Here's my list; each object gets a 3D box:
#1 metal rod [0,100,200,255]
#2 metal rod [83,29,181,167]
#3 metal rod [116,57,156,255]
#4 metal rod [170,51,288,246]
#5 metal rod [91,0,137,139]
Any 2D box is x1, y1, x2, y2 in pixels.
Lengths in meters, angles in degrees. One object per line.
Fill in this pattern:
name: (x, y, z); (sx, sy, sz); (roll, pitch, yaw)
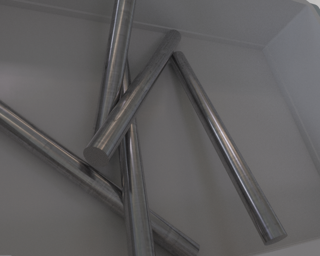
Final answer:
metal rod: (-0.084, 0.048, 0.330); (0.301, 0.025, 0.025); (37, 51, -4)
metal rod: (-0.018, -0.062, 0.395); (0.025, 0.025, 0.301); (33, 40, -7)
metal rod: (-0.038, 0.006, 0.360); (0.025, 0.025, 0.299); (7, 52, -25)
metal rod: (0.071, 0.001, 0.399); (0.025, 0.025, 0.299); (1, 48, -28)
metal rod: (-0.046, -0.114, 0.363); (0.025, 0.025, 0.298); (11, 85, -23)
